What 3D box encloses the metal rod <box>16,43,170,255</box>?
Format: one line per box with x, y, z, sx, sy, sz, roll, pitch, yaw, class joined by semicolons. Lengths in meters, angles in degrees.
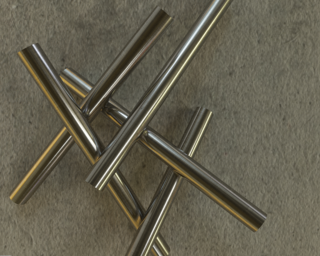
-0.068;0.042;0.367;0.025;0.025;0.299;-29;107;0;metal rod

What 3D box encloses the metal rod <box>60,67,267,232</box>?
-0.006;0.018;0.376;0.300;0.025;0.025;37;90;13;metal rod

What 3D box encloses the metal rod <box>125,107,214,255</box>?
-0.006;0.108;0.375;0.025;0.025;0.300;27;76;0;metal rod

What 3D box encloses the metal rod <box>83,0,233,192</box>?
0.008;-0.058;0.374;0.025;0.025;0.300;34;75;0;metal rod

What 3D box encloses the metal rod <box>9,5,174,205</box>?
-0.090;-0.017;0.373;0.025;0.025;0.299;41;104;-1;metal rod
